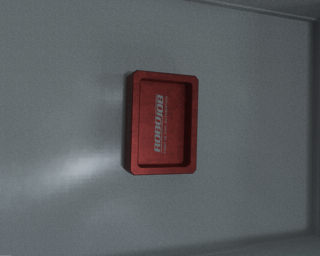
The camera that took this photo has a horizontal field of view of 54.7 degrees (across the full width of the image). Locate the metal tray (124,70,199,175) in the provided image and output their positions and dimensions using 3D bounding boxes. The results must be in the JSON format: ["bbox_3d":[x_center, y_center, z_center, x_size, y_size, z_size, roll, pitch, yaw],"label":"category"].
[{"bbox_3d":[0.002,-0.006,0.406,0.091,0.030,0.129,2,89,-21],"label":"metal tray"}]
